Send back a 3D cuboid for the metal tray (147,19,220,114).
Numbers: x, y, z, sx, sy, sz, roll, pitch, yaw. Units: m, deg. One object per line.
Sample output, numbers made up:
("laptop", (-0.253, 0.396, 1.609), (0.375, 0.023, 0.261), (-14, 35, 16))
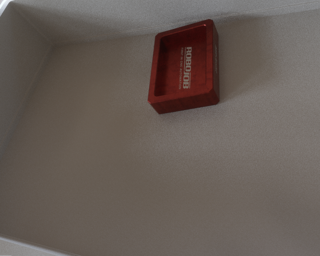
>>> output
("metal tray", (0.035, -0.087, 0.436), (0.090, 0.030, 0.130), (-9, 58, 23))
